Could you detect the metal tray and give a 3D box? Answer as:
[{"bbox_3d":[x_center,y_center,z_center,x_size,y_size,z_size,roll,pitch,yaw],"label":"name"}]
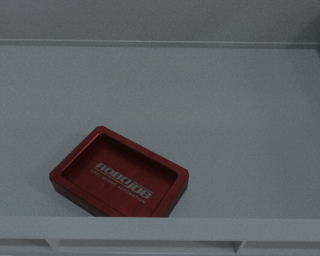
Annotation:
[{"bbox_3d":[-0.045,0.060,0.350,0.130,0.030,0.090,26,54,20],"label":"metal tray"}]
